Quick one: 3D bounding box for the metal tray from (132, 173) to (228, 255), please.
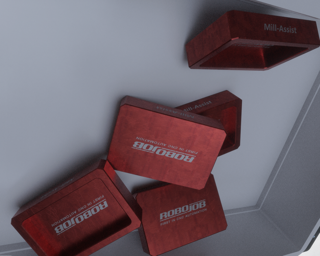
[{"bbox_3d":[0.030,0.127,0.468,0.131,0.030,0.090,-12,82,-23],"label":"metal tray"}]

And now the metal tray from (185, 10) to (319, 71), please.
[{"bbox_3d":[0.108,-0.098,0.367,0.131,0.090,0.030,-4,82,-27],"label":"metal tray"}]

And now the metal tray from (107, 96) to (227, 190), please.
[{"bbox_3d":[0.006,0.020,0.389,0.131,0.030,0.089,15,113,-8],"label":"metal tray"}]

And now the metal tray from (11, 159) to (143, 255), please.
[{"bbox_3d":[-0.099,0.108,0.379,0.130,0.030,0.090,-31,104,6],"label":"metal tray"}]

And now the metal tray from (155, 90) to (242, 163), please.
[{"bbox_3d":[0.053,0.008,0.441,0.131,0.030,0.089,-20,126,-17],"label":"metal tray"}]
